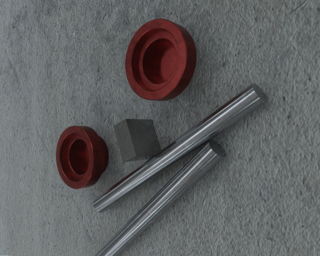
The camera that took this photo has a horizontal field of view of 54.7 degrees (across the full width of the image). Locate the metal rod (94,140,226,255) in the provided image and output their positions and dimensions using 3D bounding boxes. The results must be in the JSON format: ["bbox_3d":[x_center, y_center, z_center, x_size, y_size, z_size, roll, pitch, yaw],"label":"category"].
[{"bbox_3d":[-0.021,0.123,0.421,0.298,0.025,0.025,-49,61,28],"label":"metal rod"}]

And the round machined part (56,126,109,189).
[{"bbox_3d":[-0.120,0.045,0.493,0.098,0.042,0.097,0,90,40],"label":"round machined part"}]

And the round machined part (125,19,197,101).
[{"bbox_3d":[0.005,-0.083,0.390,0.098,0.042,0.097,0,90,40],"label":"round machined part"}]

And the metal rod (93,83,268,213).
[{"bbox_3d":[0.005,0.042,0.400,0.299,0.025,0.025,-39,67,33],"label":"metal rod"}]

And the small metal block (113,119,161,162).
[{"bbox_3d":[-0.029,0.016,0.413,0.025,0.050,0.050,-28,73,37],"label":"small metal block"}]
